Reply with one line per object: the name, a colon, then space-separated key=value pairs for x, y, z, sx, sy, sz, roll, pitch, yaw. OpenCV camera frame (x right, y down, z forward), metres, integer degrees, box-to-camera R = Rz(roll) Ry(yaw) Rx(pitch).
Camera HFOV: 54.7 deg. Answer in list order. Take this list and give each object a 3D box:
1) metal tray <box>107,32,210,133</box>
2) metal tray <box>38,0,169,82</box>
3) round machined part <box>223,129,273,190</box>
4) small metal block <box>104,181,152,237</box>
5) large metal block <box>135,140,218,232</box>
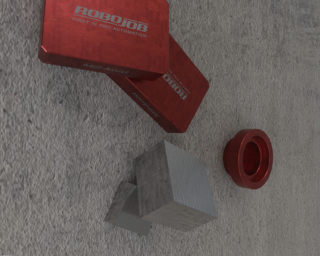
metal tray: x=0.003 y=-0.065 z=0.404 sx=0.130 sy=0.030 sz=0.090 roll=44 pitch=64 yaw=-31
metal tray: x=-0.055 y=-0.105 z=0.327 sx=0.131 sy=0.030 sz=0.090 roll=6 pitch=78 yaw=-26
round machined part: x=0.142 y=0.050 z=0.513 sx=0.099 sy=0.042 sz=0.097 roll=0 pitch=90 yaw=-40
small metal block: x=-0.032 y=0.098 z=0.378 sx=0.050 sy=0.025 sz=0.050 roll=33 pitch=70 yaw=-35
large metal block: x=0.019 y=0.073 z=0.379 sx=0.080 sy=0.050 sz=0.080 roll=31 pitch=36 yaw=-38
